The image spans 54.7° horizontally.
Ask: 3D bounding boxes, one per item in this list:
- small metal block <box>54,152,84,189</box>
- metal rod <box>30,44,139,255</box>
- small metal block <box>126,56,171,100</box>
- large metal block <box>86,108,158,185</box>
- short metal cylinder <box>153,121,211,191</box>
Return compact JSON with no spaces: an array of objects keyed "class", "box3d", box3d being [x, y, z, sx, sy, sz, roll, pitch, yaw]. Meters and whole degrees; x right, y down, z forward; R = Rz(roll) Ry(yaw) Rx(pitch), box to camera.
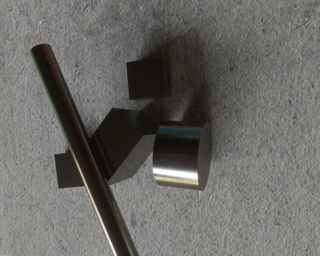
[{"class":"small metal block","box3d":[-0.122,0.059,0.451,0.050,0.025,0.050,-9,87,19]},{"class":"metal rod","box3d":[-0.082,0.040,0.351,0.025,0.025,0.299,-27,81,17]},{"class":"small metal block","box3d":[-0.015,-0.064,0.413,0.050,0.025,0.050,-6,88,19]},{"class":"large metal block","box3d":[-0.047,0.023,0.395,0.050,0.080,0.080,41,103,15]},{"class":"short metal cylinder","box3d":[0.029,0.032,0.369,0.050,0.080,0.079,3,91,19]}]
